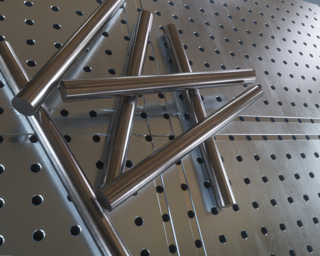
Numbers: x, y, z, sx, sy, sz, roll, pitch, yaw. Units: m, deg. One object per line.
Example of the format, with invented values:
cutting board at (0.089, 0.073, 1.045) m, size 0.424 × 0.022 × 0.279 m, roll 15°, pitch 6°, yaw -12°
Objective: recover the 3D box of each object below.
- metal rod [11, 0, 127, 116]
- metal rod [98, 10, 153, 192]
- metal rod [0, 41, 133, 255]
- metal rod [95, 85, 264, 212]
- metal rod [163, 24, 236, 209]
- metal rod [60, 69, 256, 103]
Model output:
metal rod at (-0.098, -0.124, 0.412) m, size 0.025 × 0.025 × 0.301 m, roll 29°, pitch 46°, yaw -10°
metal rod at (-0.039, -0.058, 0.421) m, size 0.025 × 0.025 × 0.300 m, roll 19°, pitch 54°, yaw -17°
metal rod at (-0.107, 0.029, 0.332) m, size 0.025 × 0.025 × 0.299 m, roll -24°, pitch 75°, yaw -36°
metal rod at (0.047, 0.009, 0.395) m, size 0.302 × 0.025 × 0.025 m, roll -32°, pitch 80°, yaw -37°
metal rod at (0.051, -0.033, 0.454) m, size 0.025 × 0.025 × 0.299 m, roll 0°, pitch 62°, yaw -28°
metal rod at (0.019, -0.062, 0.422) m, size 0.302 × 0.025 × 0.025 m, roll -10°, pitch 67°, yaw -32°
